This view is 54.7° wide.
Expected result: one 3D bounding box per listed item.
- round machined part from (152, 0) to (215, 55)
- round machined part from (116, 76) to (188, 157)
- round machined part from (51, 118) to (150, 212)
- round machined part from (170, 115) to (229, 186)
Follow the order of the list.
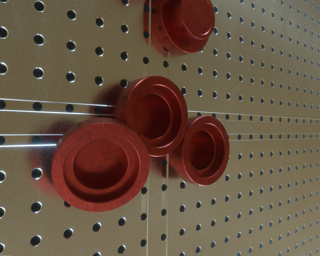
[{"bbox_3d":[0.039,-0.154,0.433,0.099,0.042,0.097,0,90,-40],"label":"round machined part"},{"bbox_3d":[-0.014,-0.014,0.388,0.099,0.042,0.097,0,90,-40],"label":"round machined part"},{"bbox_3d":[-0.063,0.036,0.330,0.099,0.042,0.097,-5,108,-17],"label":"round machined part"},{"bbox_3d":[0.053,0.031,0.445,0.099,0.042,0.097,0,90,-40],"label":"round machined part"}]
